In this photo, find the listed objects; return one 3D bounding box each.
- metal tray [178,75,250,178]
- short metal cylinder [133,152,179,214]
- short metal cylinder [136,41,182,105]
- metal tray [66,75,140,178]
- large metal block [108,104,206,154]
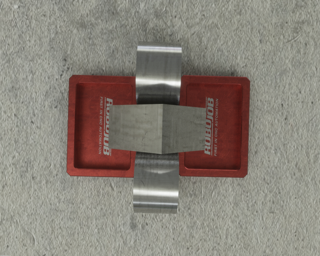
[{"bbox_3d":[0.068,-0.002,0.409,0.091,0.030,0.129,2,90,0],"label":"metal tray"},{"bbox_3d":[-0.004,0.065,0.383,0.050,0.080,0.079,2,90,0],"label":"short metal cylinder"},{"bbox_3d":[-0.001,-0.065,0.383,0.050,0.080,0.079,2,90,0],"label":"short metal cylinder"},{"bbox_3d":[-0.072,-0.002,0.408,0.091,0.030,0.129,2,90,0],"label":"metal tray"},{"bbox_3d":[-0.002,0.000,0.363,0.080,0.081,0.050,2,91,40],"label":"large metal block"}]
